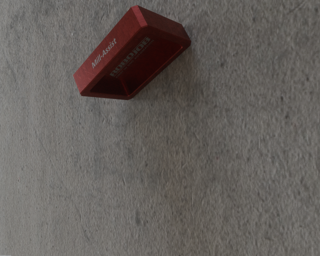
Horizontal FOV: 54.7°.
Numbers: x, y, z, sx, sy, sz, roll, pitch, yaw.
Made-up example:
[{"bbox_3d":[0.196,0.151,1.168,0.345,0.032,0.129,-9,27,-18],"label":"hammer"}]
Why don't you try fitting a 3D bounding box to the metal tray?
[{"bbox_3d":[-0.036,-0.086,0.390,0.130,0.091,0.030,-37,67,33],"label":"metal tray"}]
